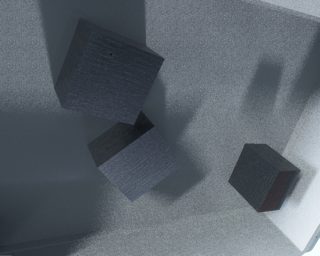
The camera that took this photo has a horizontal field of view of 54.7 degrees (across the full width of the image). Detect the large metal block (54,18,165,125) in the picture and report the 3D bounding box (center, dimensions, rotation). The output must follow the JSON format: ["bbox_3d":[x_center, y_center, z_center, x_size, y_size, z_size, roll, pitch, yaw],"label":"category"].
[{"bbox_3d":[-0.055,-0.057,0.327,0.081,0.050,0.080,14,111,-34],"label":"large metal block"}]

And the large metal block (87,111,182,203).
[{"bbox_3d":[-0.032,0.035,0.397,0.080,0.050,0.080,-37,129,-4],"label":"large metal block"}]

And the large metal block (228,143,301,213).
[{"bbox_3d":[0.170,0.081,0.516,0.050,0.080,0.079,3,117,-30],"label":"large metal block"}]
